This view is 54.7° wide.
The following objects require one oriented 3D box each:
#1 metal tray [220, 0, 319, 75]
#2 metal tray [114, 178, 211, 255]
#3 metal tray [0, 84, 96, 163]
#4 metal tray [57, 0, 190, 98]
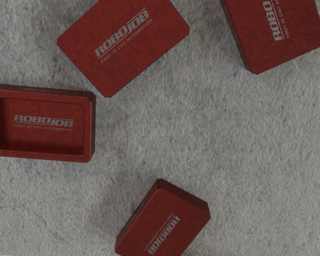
[{"bbox_3d":[0.125,-0.139,0.358,0.090,0.030,0.129,-24,109,8],"label":"metal tray"},{"bbox_3d":[0.003,0.149,0.462,0.090,0.030,0.129,30,107,-11],"label":"metal tray"},{"bbox_3d":[-0.152,-0.005,0.402,0.131,0.030,0.089,5,110,-3],"label":"metal tray"},{"bbox_3d":[-0.042,-0.109,0.366,0.130,0.030,0.090,-37,106,12],"label":"metal tray"}]
